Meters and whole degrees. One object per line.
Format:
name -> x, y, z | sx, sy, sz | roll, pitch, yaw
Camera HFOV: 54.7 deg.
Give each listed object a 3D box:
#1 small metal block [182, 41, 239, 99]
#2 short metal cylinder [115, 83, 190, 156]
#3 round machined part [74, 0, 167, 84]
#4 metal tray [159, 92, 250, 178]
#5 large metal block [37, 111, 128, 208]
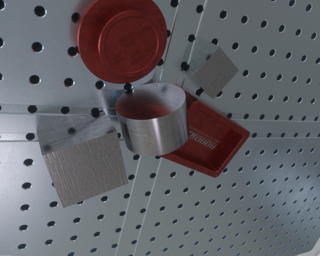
small metal block -> 0.066, -0.074, 0.401 | 0.050, 0.025, 0.050 | -49, 129, 6
short metal cylinder -> -0.007, -0.012, 0.364 | 0.081, 0.080, 0.050 | -21, 127, -16
round machined part -> -0.036, -0.091, 0.324 | 0.099, 0.042, 0.097 | -14, 124, -21
metal tray -> 0.061, 0.015, 0.450 | 0.131, 0.030, 0.090 | 25, 104, -37
large metal block -> -0.090, 0.036, 0.368 | 0.081, 0.050, 0.079 | -19, 126, -18
